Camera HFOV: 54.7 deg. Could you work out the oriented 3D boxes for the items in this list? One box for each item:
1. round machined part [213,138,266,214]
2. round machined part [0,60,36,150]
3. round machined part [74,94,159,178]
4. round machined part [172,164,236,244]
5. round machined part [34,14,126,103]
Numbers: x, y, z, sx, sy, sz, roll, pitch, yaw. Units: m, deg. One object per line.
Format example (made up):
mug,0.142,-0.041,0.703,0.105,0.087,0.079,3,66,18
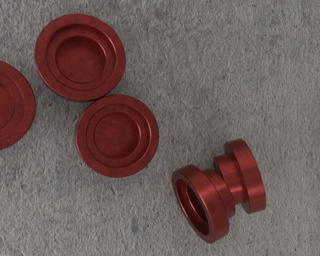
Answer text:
round machined part,0.101,0.066,0.411,0.042,0.098,0.097,-16,96,2
round machined part,-0.185,-0.023,0.332,0.099,0.042,0.097,0,90,-20
round machined part,-0.054,0.009,0.380,0.099,0.042,0.097,0,90,-20
round machined part,0.058,0.090,0.392,0.042,0.098,0.098,-23,98,-18
round machined part,-0.093,-0.078,0.363,0.099,0.042,0.097,1,86,-19
